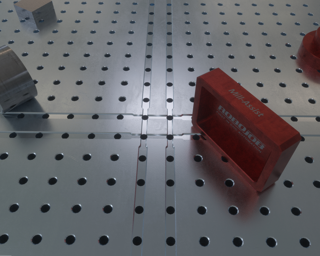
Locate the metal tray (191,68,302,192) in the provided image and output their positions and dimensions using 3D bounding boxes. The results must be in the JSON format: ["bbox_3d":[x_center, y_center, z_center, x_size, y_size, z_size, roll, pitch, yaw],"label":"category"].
[{"bbox_3d":[0.092,0.001,0.365,0.030,0.089,0.130,-28,55,-21],"label":"metal tray"}]

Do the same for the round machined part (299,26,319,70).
[{"bbox_3d":[0.289,-0.137,0.514,0.099,0.042,0.098,0,50,0],"label":"round machined part"}]

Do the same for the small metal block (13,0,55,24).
[{"bbox_3d":[-0.243,-0.232,0.600,0.050,0.025,0.050,27,55,21],"label":"small metal block"}]

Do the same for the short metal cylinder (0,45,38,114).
[{"bbox_3d":[-0.215,-0.067,0.426,0.050,0.080,0.080,-37,59,-27],"label":"short metal cylinder"}]
